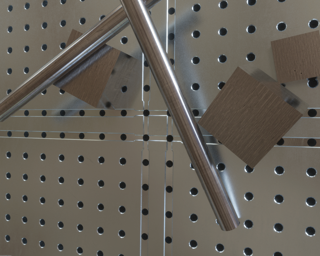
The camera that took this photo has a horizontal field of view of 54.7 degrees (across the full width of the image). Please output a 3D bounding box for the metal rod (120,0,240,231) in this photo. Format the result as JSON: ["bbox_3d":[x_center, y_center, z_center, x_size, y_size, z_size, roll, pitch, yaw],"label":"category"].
[{"bbox_3d":[0.026,-0.015,0.363,0.025,0.025,0.299,-22,98,19],"label":"metal rod"}]

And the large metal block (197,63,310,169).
[{"bbox_3d":[0.104,-0.016,0.350,0.080,0.050,0.080,42,122,15],"label":"large metal block"}]

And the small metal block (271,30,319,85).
[{"bbox_3d":[0.158,-0.079,0.357,0.050,0.025,0.050,-10,87,19],"label":"small metal block"}]

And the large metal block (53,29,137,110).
[{"bbox_3d":[-0.091,-0.079,0.432,0.080,0.050,0.080,28,99,17],"label":"large metal block"}]

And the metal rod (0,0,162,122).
[{"bbox_3d":[-0.107,-0.096,0.397,0.300,0.025,0.025,-32,80,16],"label":"metal rod"}]
